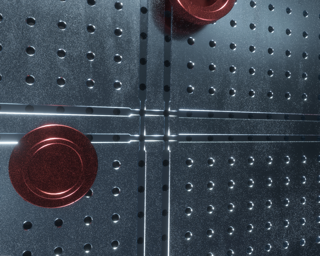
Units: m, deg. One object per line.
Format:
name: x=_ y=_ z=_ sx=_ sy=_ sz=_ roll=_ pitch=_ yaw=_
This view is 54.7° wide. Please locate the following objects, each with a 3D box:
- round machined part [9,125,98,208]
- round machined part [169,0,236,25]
round machined part: x=-0.121 y=0.045 z=0.359 sx=0.099 sy=0.042 sz=0.097 roll=0 pitch=90 yaw=-21
round machined part: x=0.053 y=-0.190 z=0.424 sx=0.099 sy=0.042 sz=0.097 roll=0 pitch=90 yaw=-21
